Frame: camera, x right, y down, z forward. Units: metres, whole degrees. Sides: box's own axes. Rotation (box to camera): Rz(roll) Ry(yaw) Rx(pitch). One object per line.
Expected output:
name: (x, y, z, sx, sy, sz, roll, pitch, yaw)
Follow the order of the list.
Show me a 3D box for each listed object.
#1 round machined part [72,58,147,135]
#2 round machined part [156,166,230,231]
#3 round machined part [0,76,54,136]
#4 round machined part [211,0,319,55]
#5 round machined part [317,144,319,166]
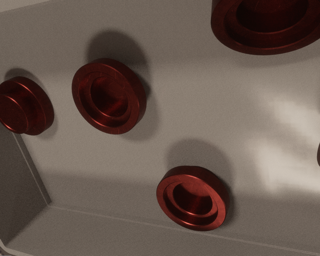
round machined part: (-0.061, -0.044, 0.401, 0.098, 0.042, 0.097, 13, 124, 20)
round machined part: (0.048, 0.092, 0.428, 0.098, 0.042, 0.097, 13, 124, 20)
round machined part: (-0.223, -0.029, 0.494, 0.098, 0.042, 0.097, 13, 124, 20)
round machined part: (0.094, -0.106, 0.261, 0.099, 0.042, 0.098, 6, 161, 2)
round machined part: (0.184, 0.002, 0.266, 0.042, 0.098, 0.097, 29, 128, 9)
